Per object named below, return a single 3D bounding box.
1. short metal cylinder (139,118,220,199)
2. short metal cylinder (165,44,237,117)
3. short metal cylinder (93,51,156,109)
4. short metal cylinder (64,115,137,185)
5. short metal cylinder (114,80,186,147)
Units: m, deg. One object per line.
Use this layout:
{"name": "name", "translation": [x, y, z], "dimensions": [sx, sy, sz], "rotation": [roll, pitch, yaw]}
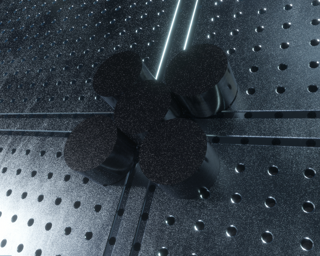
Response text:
{"name": "short metal cylinder", "translation": [0.023, 0.035, 0.357], "dimensions": [0.080, 0.050, 0.080], "rotation": [-13, 56, 20]}
{"name": "short metal cylinder", "translation": [0.053, -0.061, 0.398], "dimensions": [0.080, 0.050, 0.080], "rotation": [-13, 56, 20]}
{"name": "short metal cylinder", "translation": [-0.051, -0.066, 0.457], "dimensions": [0.080, 0.050, 0.080], "rotation": [-13, 56, 20]}
{"name": "short metal cylinder", "translation": [-0.079, 0.030, 0.412], "dimensions": [0.080, 0.050, 0.080], "rotation": [-13, 56, 20]}
{"name": "short metal cylinder", "translation": [-0.013, -0.016, 0.407], "dimensions": [0.080, 0.050, 0.080], "rotation": [-13, 56, 20]}
